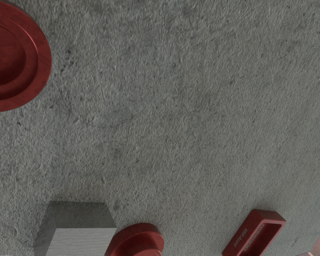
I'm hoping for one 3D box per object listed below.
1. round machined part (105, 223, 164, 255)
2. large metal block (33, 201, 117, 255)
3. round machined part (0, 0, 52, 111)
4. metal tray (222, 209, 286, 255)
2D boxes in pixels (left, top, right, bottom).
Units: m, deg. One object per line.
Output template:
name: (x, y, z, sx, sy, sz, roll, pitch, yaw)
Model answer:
round machined part: (-0.037, 0.207, 0.506, 0.099, 0.042, 0.097, -14, 125, -21)
large metal block: (-0.116, 0.148, 0.420, 0.081, 0.050, 0.079, 12, 112, -34)
round machined part: (-0.150, -0.066, 0.273, 0.099, 0.042, 0.097, -14, 125, -21)
metal tray: (0.201, 0.236, 0.663, 0.091, 0.030, 0.129, 17, 110, -35)
